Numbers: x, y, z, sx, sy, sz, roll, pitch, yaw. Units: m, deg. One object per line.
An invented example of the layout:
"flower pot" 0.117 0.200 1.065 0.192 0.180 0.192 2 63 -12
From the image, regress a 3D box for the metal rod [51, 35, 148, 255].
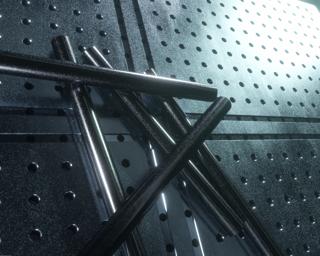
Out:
"metal rod" -0.075 0.016 0.358 0.025 0.025 0.299 -10 67 -33

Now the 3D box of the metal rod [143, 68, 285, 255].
"metal rod" 0.063 0.044 0.417 0.025 0.025 0.299 -25 76 -37

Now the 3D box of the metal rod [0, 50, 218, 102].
"metal rod" -0.059 -0.061 0.383 0.302 0.025 0.025 5 60 -26

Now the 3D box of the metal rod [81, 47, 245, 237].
"metal rod" 0.000 0.012 0.401 0.025 0.025 0.300 -35 81 -39

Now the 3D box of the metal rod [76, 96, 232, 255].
"metal rod" 0.009 0.047 0.353 0.025 0.025 0.302 44 51 2
